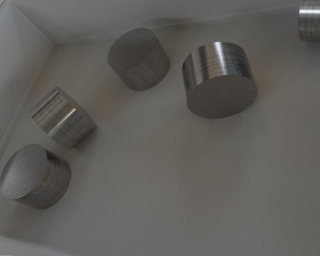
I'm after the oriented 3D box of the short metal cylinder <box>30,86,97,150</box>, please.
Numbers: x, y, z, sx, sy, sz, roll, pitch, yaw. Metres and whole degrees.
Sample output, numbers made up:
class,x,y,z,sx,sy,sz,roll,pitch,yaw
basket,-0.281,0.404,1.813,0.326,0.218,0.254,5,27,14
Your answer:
class,x,y,z,sx,sy,sz,roll,pitch,yaw
short metal cylinder,-0.139,-0.014,0.450,0.050,0.080,0.080,-44,51,-2

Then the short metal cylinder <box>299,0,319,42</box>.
class,x,y,z,sx,sy,sz,roll,pitch,yaw
short metal cylinder,0.196,-0.138,0.352,0.050,0.080,0.080,15,70,34

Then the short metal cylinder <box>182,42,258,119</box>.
class,x,y,z,sx,sy,sz,roll,pitch,yaw
short metal cylinder,0.069,-0.054,0.367,0.080,0.080,0.050,-17,55,18

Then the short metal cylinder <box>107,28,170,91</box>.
class,x,y,z,sx,sy,sz,roll,pitch,yaw
short metal cylinder,-0.031,-0.103,0.468,0.080,0.050,0.080,-13,56,20

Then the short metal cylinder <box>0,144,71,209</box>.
class,x,y,z,sx,sy,sz,roll,pitch,yaw
short metal cylinder,-0.174,0.069,0.437,0.080,0.050,0.080,-13,56,20
